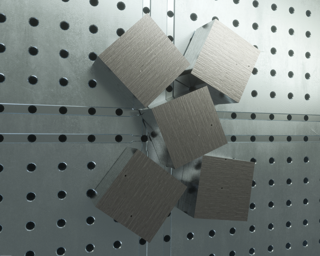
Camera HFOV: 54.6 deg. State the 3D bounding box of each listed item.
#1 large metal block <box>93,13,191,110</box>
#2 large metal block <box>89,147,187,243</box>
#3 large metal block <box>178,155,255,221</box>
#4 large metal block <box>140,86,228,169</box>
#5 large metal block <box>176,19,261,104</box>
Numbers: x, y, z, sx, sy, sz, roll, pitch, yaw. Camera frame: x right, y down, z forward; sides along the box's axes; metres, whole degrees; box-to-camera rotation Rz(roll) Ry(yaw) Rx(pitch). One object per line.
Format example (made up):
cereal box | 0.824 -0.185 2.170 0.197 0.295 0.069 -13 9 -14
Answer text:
large metal block | -0.024 -0.080 0.390 0.080 0.050 0.080 -46 104 -14
large metal block | -0.028 0.080 0.387 0.080 0.050 0.080 39 77 -16
large metal block | 0.077 0.080 0.427 0.081 0.050 0.080 10 87 -20
large metal block | 0.031 -0.002 0.409 0.081 0.050 0.080 -24 98 -18
large metal block | 0.078 -0.087 0.427 0.080 0.050 0.080 28 81 -21
